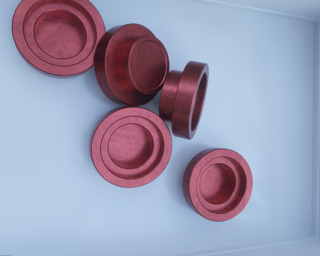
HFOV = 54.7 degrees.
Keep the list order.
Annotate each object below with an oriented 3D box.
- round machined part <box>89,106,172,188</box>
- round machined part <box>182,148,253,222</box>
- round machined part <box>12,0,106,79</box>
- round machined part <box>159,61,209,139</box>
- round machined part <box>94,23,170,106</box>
[{"bbox_3d":[-0.038,0.021,0.384,0.099,0.042,0.097,-3,98,-18],"label":"round machined part"},{"bbox_3d":[0.076,0.076,0.431,0.099,0.042,0.097,0,90,-21],"label":"round machined part"},{"bbox_3d":[-0.115,-0.106,0.359,0.099,0.042,0.097,0,90,-20],"label":"round machined part"},{"bbox_3d":[0.029,-0.037,0.393,0.042,0.098,0.098,13,85,14],"label":"round machined part"},{"bbox_3d":[-0.026,-0.074,0.371,0.099,0.042,0.097,-10,104,-47],"label":"round machined part"}]
